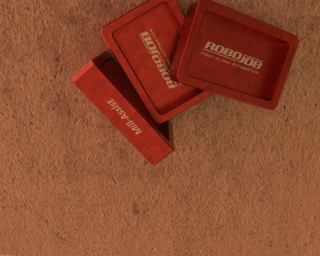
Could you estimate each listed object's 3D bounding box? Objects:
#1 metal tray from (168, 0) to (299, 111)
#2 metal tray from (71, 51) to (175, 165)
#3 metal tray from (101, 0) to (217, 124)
[{"bbox_3d":[0.085,-0.080,0.354,0.131,0.030,0.089,14,97,-18],"label":"metal tray"},{"bbox_3d":[-0.037,-0.027,0.364,0.030,0.090,0.130,-38,106,13],"label":"metal tray"},{"bbox_3d":[0.002,-0.081,0.370,0.090,0.030,0.130,-30,108,2],"label":"metal tray"}]
